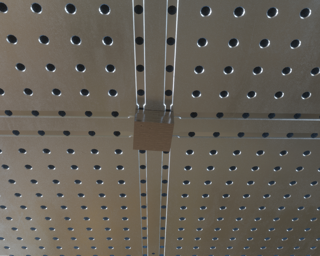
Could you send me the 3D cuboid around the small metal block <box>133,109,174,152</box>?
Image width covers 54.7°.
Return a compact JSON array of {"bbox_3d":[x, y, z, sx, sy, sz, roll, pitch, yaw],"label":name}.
[{"bbox_3d":[-0.009,0.004,0.414,0.050,0.025,0.050,4,130,-4],"label":"small metal block"}]
